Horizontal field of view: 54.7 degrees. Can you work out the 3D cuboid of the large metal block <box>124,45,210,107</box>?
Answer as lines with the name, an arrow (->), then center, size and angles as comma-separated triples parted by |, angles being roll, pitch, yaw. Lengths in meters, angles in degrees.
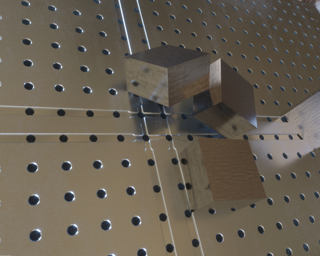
large metal block -> 0.010, -0.075, 0.419 | 0.081, 0.050, 0.080 | -27, 37, -37

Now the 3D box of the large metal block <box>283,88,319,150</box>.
large metal block -> 0.281, -0.020, 0.540 | 0.050, 0.080, 0.080 | -32, 80, -38

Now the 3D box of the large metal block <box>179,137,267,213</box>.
large metal block -> 0.079, 0.060, 0.400 | 0.081, 0.050, 0.080 | 4, 60, -27

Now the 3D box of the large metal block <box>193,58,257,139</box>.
large metal block -> 0.096, -0.041, 0.457 | 0.080, 0.050, 0.080 | 30, 49, -32
